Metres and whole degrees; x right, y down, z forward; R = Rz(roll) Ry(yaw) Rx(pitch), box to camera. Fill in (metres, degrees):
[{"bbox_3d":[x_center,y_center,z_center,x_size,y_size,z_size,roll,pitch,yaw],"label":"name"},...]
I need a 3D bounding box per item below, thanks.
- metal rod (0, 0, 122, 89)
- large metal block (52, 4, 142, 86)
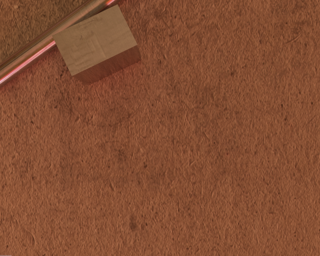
[{"bbox_3d":[-0.103,-0.147,0.408,0.301,0.025,0.025,-36,90,0],"label":"metal rod"},{"bbox_3d":[-0.072,-0.097,0.382,0.080,0.080,0.050,-26,90,0],"label":"large metal block"}]
